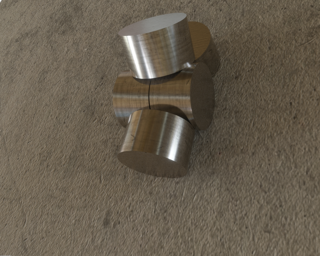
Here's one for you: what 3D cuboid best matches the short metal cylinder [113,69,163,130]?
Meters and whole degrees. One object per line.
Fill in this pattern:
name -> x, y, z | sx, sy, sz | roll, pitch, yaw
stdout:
short metal cylinder -> -0.016, -0.037, 0.401 | 0.050, 0.080, 0.080 | 1, 62, 28

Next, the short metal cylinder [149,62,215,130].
short metal cylinder -> 0.029, -0.037, 0.376 | 0.050, 0.080, 0.080 | 0, 62, 29

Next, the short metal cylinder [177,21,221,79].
short metal cylinder -> 0.039, -0.100, 0.430 | 0.080, 0.050, 0.080 | -13, 56, 20

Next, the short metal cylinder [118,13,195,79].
short metal cylinder -> -0.003, -0.098, 0.365 | 0.080, 0.050, 0.080 | -12, 29, 7

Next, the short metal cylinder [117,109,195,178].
short metal cylinder -> -0.004, 0.020, 0.359 | 0.080, 0.080, 0.050 | 0, 62, 28
